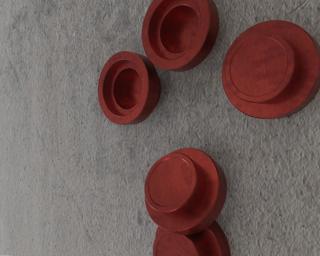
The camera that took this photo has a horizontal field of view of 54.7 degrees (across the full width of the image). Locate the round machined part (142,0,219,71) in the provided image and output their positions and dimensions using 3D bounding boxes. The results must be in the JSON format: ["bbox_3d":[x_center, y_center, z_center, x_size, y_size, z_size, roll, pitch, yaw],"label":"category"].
[{"bbox_3d":[0.028,-0.116,0.371,0.098,0.042,0.097,0,90,40],"label":"round machined part"}]

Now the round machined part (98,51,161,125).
[{"bbox_3d":[-0.038,-0.053,0.425,0.098,0.042,0.097,0,90,40],"label":"round machined part"}]

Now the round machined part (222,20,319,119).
[{"bbox_3d":[0.105,-0.058,0.307,0.098,0.042,0.097,0,90,40],"label":"round machined part"}]

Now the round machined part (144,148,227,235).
[{"bbox_3d":[0.022,0.067,0.351,0.098,0.042,0.098,-20,52,28],"label":"round machined part"}]

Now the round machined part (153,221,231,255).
[{"bbox_3d":[0.030,0.149,0.369,0.098,0.042,0.097,0,90,40],"label":"round machined part"}]
